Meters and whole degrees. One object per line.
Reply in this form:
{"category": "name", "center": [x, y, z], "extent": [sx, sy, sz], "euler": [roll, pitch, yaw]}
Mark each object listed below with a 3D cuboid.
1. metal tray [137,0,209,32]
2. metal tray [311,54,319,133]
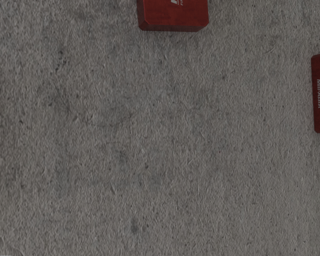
{"category": "metal tray", "center": [0.014, -0.197, 0.411], "extent": [0.091, 0.030, 0.129], "euler": [-5, 92, -20]}
{"category": "metal tray", "center": [0.301, -0.059, 0.517], "extent": [0.091, 0.030, 0.129], "euler": [-4, 92, -20]}
